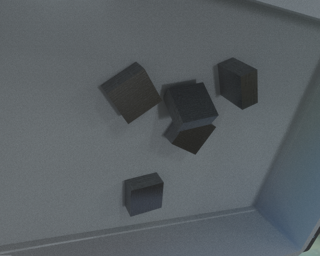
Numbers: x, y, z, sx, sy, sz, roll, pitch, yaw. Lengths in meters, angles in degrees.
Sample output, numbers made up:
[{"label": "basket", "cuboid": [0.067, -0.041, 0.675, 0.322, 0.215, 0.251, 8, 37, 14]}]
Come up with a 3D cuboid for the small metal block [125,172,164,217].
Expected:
[{"label": "small metal block", "cuboid": [-0.024, 0.098, 0.458, 0.050, 0.025, 0.050, -11, 123, -23]}]

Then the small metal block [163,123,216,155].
[{"label": "small metal block", "cuboid": [0.042, 0.004, 0.436, 0.050, 0.025, 0.050, 26, 104, -38]}]

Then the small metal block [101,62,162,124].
[{"label": "small metal block", "cuboid": [-0.033, -0.041, 0.367, 0.050, 0.025, 0.050, -35, 129, -5]}]

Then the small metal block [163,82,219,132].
[{"label": "small metal block", "cuboid": [0.039, -0.027, 0.395, 0.050, 0.050, 0.025, -13, 158, -22]}]

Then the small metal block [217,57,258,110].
[{"label": "small metal block", "cuboid": [0.104, -0.060, 0.414, 0.025, 0.050, 0.050, -25, 128, -14]}]
